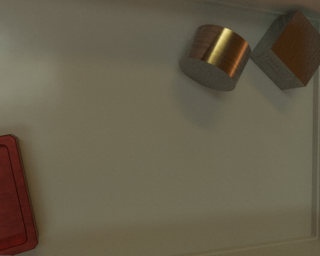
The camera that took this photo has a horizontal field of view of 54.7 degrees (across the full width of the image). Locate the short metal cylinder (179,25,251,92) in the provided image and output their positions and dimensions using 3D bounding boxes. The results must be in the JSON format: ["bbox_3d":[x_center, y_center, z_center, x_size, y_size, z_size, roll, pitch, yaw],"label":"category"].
[{"bbox_3d":[0.072,-0.090,0.409,0.080,0.080,0.050,30,80,-18],"label":"short metal cylinder"}]

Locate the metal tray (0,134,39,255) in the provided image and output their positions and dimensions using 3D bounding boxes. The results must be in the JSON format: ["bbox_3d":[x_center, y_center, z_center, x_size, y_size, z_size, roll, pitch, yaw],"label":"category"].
[{"bbox_3d":[-0.192,0.078,0.336,0.091,0.030,0.129,-12,94,-20],"label":"metal tray"}]

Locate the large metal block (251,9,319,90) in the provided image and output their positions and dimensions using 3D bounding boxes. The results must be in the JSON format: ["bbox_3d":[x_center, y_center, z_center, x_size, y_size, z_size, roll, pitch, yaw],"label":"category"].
[{"bbox_3d":[0.198,-0.116,0.472,0.080,0.050,0.080,40,77,-16],"label":"large metal block"}]
